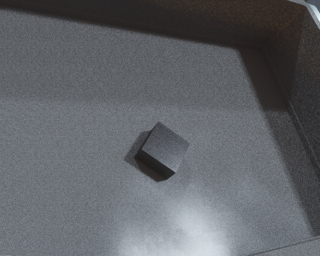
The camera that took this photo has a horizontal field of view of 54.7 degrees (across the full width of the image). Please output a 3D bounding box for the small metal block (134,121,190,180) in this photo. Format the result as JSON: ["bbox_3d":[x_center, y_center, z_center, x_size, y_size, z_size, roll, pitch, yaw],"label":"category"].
[{"bbox_3d":[0.003,0.028,0.392,0.050,0.025,0.050,35,51,-5],"label":"small metal block"}]
